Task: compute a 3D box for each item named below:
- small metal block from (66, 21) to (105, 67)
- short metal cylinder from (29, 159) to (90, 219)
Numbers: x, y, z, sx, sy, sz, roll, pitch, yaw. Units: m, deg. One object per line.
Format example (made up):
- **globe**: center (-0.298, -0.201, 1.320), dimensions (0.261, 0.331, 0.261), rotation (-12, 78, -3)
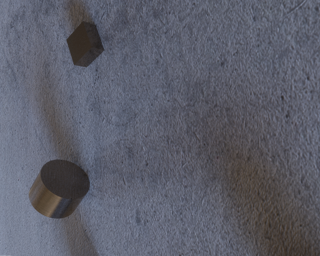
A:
- **small metal block**: center (-0.122, -0.135, 0.503), dimensions (0.050, 0.025, 0.050), rotation (-32, 71, 35)
- **short metal cylinder**: center (-0.161, 0.097, 0.499), dimensions (0.080, 0.081, 0.050), rotation (52, 120, 27)
